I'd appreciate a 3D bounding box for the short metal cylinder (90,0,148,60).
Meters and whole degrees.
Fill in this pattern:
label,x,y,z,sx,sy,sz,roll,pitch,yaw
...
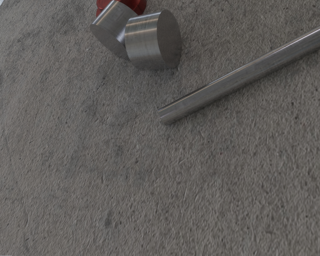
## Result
label,x,y,z,sx,sy,sz,roll,pitch,yaw
short metal cylinder,-0.065,-0.155,0.498,0.080,0.080,0.050,30,78,37

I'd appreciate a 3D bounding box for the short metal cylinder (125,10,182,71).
label,x,y,z,sx,sy,sz,roll,pitch,yaw
short metal cylinder,-0.008,-0.125,0.450,0.050,0.080,0.080,-1,61,28

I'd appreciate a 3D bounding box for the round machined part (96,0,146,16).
label,x,y,z,sx,sy,sz,roll,pitch,yaw
round machined part,-0.078,-0.231,0.576,0.098,0.042,0.098,-13,56,21

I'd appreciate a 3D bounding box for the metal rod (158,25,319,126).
label,x,y,z,sx,sy,sz,roll,pitch,yaw
metal rod,0.135,-0.080,0.382,0.300,0.025,0.025,-27,53,11
